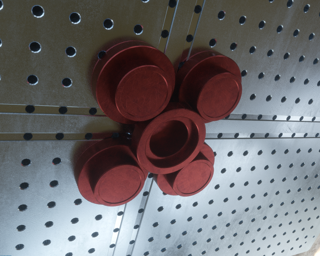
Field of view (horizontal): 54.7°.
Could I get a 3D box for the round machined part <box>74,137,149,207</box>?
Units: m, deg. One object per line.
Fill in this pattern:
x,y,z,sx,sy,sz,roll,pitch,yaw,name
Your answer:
-0.059,0.065,0.410,0.099,0.042,0.097,-14,125,-21,round machined part

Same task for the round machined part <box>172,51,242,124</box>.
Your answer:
0.068,-0.048,0.409,0.099,0.042,0.097,-14,125,-21,round machined part

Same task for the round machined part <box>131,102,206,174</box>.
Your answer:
0.008,0.009,0.410,0.099,0.042,0.097,-14,125,-21,round machined part

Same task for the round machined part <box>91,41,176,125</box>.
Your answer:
-0.025,-0.046,0.358,0.099,0.042,0.097,-14,125,-21,round machined part

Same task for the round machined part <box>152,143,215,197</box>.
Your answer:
0.041,0.063,0.463,0.099,0.042,0.097,-14,125,-21,round machined part
